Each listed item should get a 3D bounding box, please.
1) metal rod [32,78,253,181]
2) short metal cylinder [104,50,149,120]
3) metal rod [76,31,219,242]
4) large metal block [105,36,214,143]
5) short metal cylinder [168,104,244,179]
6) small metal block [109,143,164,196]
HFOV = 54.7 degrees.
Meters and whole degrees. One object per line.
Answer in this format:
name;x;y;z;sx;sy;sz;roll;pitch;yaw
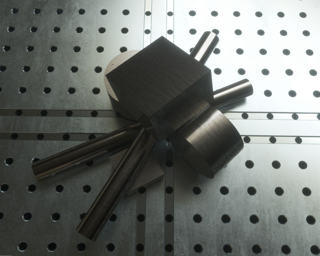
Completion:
metal rod;-0.016;-0.001;0.408;0.302;0.025;0.025;-22;72;-8
short metal cylinder;-0.031;-0.057;0.415;0.081;0.050;0.080;0;70;0
metal rod;-0.005;-0.004;0.383;0.025;0.025;0.300;29;72;10
large metal block;0.001;-0.045;0.344;0.080;0.050;0.080;-38;57;-12
short metal cylinder;0.053;0.015;0.374;0.050;0.080;0.080;-42;75;-13
small metal block;-0.029;0.050;0.389;0.050;0.025;0.050;-26;72;-10
